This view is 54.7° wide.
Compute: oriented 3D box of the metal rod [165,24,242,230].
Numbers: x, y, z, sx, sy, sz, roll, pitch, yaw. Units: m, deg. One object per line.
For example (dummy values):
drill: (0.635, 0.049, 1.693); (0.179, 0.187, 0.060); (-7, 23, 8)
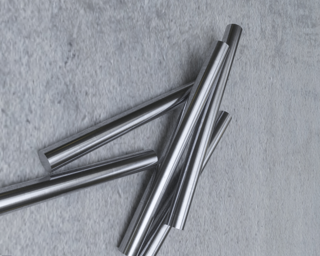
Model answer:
metal rod: (0.065, -0.012, 0.427); (0.025, 0.025, 0.299); (30, 71, -36)

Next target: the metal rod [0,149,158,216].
metal rod: (-0.125, 0.063, 0.300); (0.302, 0.025, 0.025); (-12, 98, -40)

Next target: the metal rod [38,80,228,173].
metal rod: (-0.008, -0.024, 0.399); (0.302, 0.025, 0.025); (-29, 108, -37)

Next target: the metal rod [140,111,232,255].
metal rod: (0.027, 0.093, 0.429); (0.025, 0.025, 0.301); (49, 61, -29)

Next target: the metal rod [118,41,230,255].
metal rod: (0.023, 0.018, 0.403); (0.025, 0.025, 0.299); (33, 76, -36)
